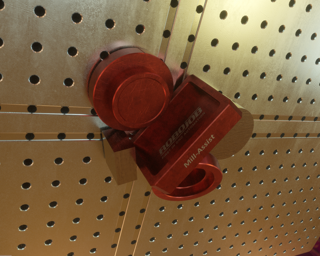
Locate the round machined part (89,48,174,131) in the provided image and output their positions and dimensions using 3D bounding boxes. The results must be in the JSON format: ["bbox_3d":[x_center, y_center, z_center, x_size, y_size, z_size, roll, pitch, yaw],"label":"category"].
[{"bbox_3d":[-0.028,-0.038,0.356,0.099,0.042,0.097,-14,124,-21],"label":"round machined part"}]

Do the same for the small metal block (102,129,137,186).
[{"bbox_3d":[-0.050,0.034,0.383,0.025,0.050,0.050,-14,125,-21],"label":"small metal block"}]

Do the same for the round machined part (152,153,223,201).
[{"bbox_3d":[0.035,0.061,0.437,0.099,0.042,0.097,-7,140,-5],"label":"round machined part"}]

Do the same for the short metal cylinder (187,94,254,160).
[{"bbox_3d":[0.082,-0.003,0.433,0.081,0.050,0.079,-14,124,-21],"label":"short metal cylinder"}]

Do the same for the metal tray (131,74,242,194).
[{"bbox_3d":[0.025,0.004,0.380,0.130,0.090,0.030,-48,129,5],"label":"metal tray"}]
